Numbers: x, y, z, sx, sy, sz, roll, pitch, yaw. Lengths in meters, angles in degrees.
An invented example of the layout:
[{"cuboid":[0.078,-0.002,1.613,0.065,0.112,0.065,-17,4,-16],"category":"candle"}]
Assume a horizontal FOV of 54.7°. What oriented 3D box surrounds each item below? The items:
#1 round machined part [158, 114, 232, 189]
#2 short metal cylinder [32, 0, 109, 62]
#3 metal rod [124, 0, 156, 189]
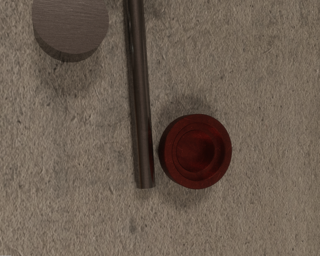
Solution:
[{"cuboid":[0.044,0.030,0.417,0.099,0.042,0.097,0,90,-21],"category":"round machined part"},{"cuboid":[-0.104,-0.120,0.358,0.081,0.050,0.079,0,90,-21],"category":"short metal cylinder"},{"cuboid":[-0.028,-0.072,0.399,0.025,0.025,0.298,-4,92,-20],"category":"metal rod"}]
